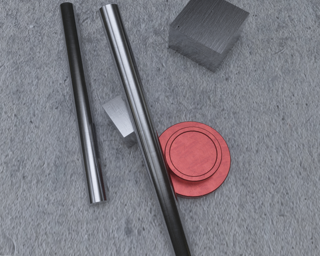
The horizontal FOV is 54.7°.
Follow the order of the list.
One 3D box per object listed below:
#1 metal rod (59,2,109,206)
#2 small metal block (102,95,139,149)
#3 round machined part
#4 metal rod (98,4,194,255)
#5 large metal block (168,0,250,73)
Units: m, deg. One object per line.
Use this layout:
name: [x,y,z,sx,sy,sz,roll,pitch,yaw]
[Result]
metal rod: [-0.108,-0.046,0.423,0.025,0.025,0.299,-12,71,-5]
small metal block: [-0.046,-0.006,0.397,0.025,0.050,0.050,-34,74,-11]
round machined part: [0.040,0.037,0.386,0.099,0.042,0.098,0,70,-1]
metal rod: [-0.016,0.006,0.356,0.025,0.025,0.298,-17,90,-6]
large metal block: [0.069,-0.140,0.447,0.080,0.050,0.080,32,73,10]
